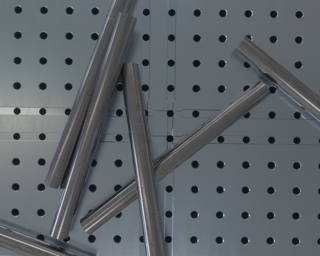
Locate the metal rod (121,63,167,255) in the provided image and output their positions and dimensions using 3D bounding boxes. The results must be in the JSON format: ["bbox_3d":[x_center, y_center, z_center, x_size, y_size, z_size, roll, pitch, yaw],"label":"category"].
[{"bbox_3d":[-0.018,0.063,0.387,0.025,0.025,0.299,-9,80,0],"label":"metal rod"}]

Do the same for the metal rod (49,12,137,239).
[{"bbox_3d":[-0.088,0.000,0.402,0.025,0.025,0.299,18,94,0],"label":"metal rod"}]

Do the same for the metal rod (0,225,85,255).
[{"bbox_3d":[-0.233,0.135,0.412,0.301,0.025,0.025,20,90,0],"label":"metal rod"}]

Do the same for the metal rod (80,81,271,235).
[{"bbox_3d":[0.020,0.039,0.413,0.300,0.025,0.025,-38,90,0],"label":"metal rod"}]

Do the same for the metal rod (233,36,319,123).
[{"bbox_3d":[0.222,-0.017,0.414,0.300,0.025,0.025,39,90,0],"label":"metal rod"}]

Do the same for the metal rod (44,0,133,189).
[{"bbox_3d":[-0.089,-0.064,0.412,0.025,0.025,0.299,21,90,0],"label":"metal rod"}]
